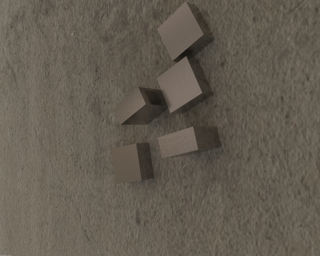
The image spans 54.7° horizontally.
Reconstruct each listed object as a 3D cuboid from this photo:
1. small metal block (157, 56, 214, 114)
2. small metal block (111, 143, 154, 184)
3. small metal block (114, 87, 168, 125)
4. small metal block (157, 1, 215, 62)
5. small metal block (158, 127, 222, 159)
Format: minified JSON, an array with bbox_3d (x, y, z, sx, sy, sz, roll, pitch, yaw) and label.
[{"bbox_3d":[0.030,-0.051,0.379,0.050,0.025,0.050,-32,70,35],"label":"small metal block"},{"bbox_3d":[-0.039,0.050,0.435,0.050,0.025,0.050,-15,81,38],"label":"small metal block"},{"bbox_3d":[-0.022,-0.027,0.405,0.050,0.050,0.025,-36,68,34],"label":"small metal block"},{"bbox_3d":[0.031,-0.115,0.378,0.050,0.025,0.050,-36,68,34],"label":"small metal block"},{"bbox_3d":[0.035,0.017,0.359,0.050,0.050,0.025,-19,78,38],"label":"small metal block"}]
